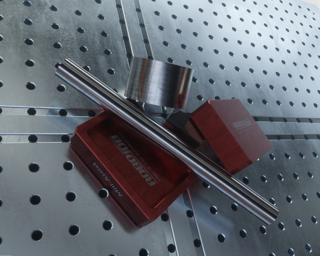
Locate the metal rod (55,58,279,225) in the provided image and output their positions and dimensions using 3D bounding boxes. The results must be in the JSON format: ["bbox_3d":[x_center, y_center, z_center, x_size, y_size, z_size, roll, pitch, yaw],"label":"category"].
[{"bbox_3d":[0.012,0.019,0.360,0.301,0.025,0.025,36,51,-5],"label":"metal rod"}]

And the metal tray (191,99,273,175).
[{"bbox_3d":[0.102,0.005,0.419,0.090,0.030,0.131,57,28,13],"label":"metal tray"}]

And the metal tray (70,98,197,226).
[{"bbox_3d":[-0.028,0.035,0.363,0.130,0.030,0.091,49,51,6],"label":"metal tray"}]

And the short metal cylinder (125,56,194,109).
[{"bbox_3d":[-0.001,-0.058,0.395,0.081,0.080,0.050,8,100,-24],"label":"short metal cylinder"}]

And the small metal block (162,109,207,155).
[{"bbox_3d":[0.024,0.008,0.394,0.050,0.050,0.025,35,51,-5],"label":"small metal block"}]
